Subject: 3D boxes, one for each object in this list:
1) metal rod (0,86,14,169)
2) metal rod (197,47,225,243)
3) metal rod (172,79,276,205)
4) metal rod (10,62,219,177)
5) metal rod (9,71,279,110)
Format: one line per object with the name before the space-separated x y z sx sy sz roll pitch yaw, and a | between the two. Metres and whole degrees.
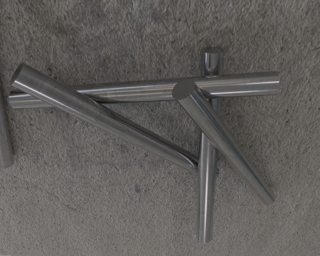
metal rod | -0.198 -0.063 0.351 0.025 0.025 0.298 7 130 -6
metal rod | 0.064 0.043 0.412 0.025 0.025 0.298 -2 121 1
metal rod | 0.099 0.038 0.402 0.025 0.025 0.300 -25 138 20
metal rod | -0.028 0.009 0.379 0.301 0.025 0.025 29 125 -36
metal rod | -0.028 -0.040 0.347 0.301 0.025 0.025 -2 131 11
